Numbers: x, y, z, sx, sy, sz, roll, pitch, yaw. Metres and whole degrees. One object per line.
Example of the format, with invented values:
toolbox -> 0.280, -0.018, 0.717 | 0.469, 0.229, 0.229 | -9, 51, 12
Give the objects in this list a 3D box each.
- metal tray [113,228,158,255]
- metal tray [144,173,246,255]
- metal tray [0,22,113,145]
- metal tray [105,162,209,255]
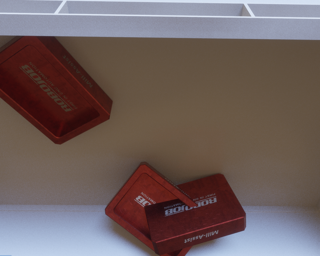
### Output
metal tray -> -0.044, 0.223, 0.532 | 0.030, 0.130, 0.090 | 36, 122, -26
metal tray -> 0.046, 0.121, 0.450 | 0.131, 0.090, 0.030 | -14, 124, -5
metal tray -> -0.131, -0.045, 0.365 | 0.090, 0.030, 0.130 | -26, 126, 20
metal tray -> -0.002, 0.123, 0.451 | 0.130, 0.030, 0.090 | 38, 89, -2
